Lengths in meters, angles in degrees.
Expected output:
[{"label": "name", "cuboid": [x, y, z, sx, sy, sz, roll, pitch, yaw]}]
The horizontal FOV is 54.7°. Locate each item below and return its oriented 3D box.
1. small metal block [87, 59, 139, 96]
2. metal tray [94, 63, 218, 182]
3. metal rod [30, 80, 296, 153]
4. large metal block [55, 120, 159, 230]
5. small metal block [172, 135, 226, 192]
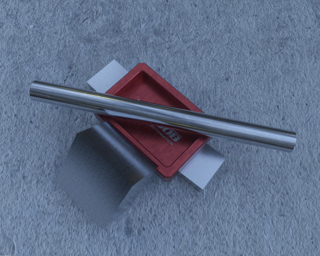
[{"label": "small metal block", "cuboid": [-0.063, -0.058, 0.429, 0.050, 0.025, 0.050, 43, 75, 13]}, {"label": "metal tray", "cuboid": [-0.007, -0.009, 0.382, 0.130, 0.030, 0.090, 42, 75, 13]}, {"label": "metal rod", "cuboid": [0.000, -0.014, 0.356, 0.302, 0.025, 0.025, 12, 71, 3]}, {"label": "large metal block", "cuboid": [-0.062, 0.052, 0.351, 0.080, 0.079, 0.050, 41, 33, 13]}, {"label": "small metal block", "cuboid": [0.047, 0.045, 0.393, 0.050, 0.025, 0.050, 37, 74, 12]}]
